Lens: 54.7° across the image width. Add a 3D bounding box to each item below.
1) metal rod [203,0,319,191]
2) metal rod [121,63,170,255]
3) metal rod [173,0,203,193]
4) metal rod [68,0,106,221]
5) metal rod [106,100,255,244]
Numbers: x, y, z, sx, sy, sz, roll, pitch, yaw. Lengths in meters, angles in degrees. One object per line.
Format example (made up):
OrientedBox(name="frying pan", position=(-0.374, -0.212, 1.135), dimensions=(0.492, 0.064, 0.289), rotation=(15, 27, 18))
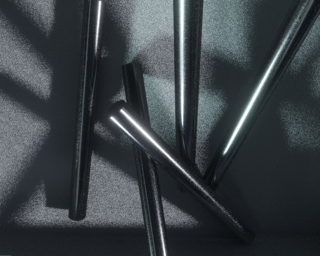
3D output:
OrientedBox(name="metal rod", position=(0.098, -0.013, 0.351), dimensions=(0.025, 0.025, 0.298), rotation=(13, 131, -5))
OrientedBox(name="metal rod", position=(-0.013, 0.070, 0.373), dimensions=(0.025, 0.025, 0.298), rotation=(-9, 86, 3))
OrientedBox(name="metal rod", position=(0.029, -0.023, 0.339), dimensions=(0.025, 0.025, 0.298), rotation=(-3, 135, 1))
OrientedBox(name="metal rod", position=(-0.098, -0.009, 0.406), dimensions=(0.025, 0.025, 0.298), rotation=(9, 110, -4))
OrientedBox(name="metal rod", position=(0.044, 0.073, 0.396), dimensions=(0.025, 0.025, 0.300), rotation=(-37, 122, 12))
